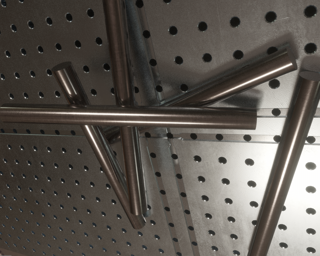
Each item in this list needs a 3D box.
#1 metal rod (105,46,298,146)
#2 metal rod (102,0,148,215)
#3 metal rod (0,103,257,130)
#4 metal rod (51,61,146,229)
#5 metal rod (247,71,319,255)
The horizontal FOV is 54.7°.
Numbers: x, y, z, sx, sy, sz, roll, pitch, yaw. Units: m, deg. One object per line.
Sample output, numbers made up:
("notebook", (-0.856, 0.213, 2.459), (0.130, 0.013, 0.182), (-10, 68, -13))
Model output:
("metal rod", (0.016, -0.022, 0.388), (0.299, 0.025, 0.025), (-22, 107, 36))
("metal rod", (-0.042, -0.023, 0.389), (0.025, 0.025, 0.298), (5, 112, 25))
("metal rod", (-0.044, -0.014, 0.365), (0.302, 0.025, 0.025), (2, 120, 9))
("metal rod", (-0.076, 0.045, 0.448), (0.025, 0.025, 0.298), (1, 128, 27))
("metal rod", (0.145, 0.075, 0.381), (0.025, 0.025, 0.298), (15, 125, 19))
